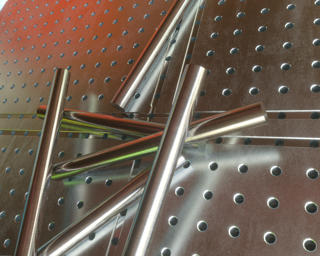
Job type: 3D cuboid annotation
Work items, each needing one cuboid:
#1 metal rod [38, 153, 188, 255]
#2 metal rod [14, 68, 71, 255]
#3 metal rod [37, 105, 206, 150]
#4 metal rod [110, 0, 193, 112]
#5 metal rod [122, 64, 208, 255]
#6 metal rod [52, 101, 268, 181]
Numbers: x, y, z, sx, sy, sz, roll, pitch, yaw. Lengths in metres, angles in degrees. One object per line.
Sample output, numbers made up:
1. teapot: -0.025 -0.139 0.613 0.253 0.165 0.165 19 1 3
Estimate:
1. metal rod: -0.093 0.122 0.383 0.300 0.025 0.025 -37 51 3
2. metal rod: -0.160 0.036 0.438 0.025 0.025 0.300 -14 56 20
3. metal rod: -0.075 -0.006 0.452 0.300 0.025 0.025 9 67 32
4. metal rod: 0.008 -0.157 0.501 0.025 0.025 0.300 18 71 35
5. metal rod: -0.007 0.075 0.324 0.025 0.025 0.299 14 82 34
6. metal rod: -0.022 0.024 0.383 0.300 0.025 0.025 -17 55 26
